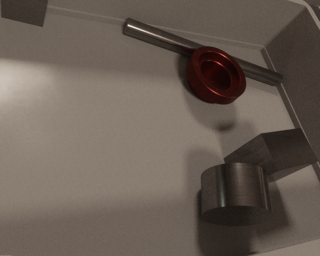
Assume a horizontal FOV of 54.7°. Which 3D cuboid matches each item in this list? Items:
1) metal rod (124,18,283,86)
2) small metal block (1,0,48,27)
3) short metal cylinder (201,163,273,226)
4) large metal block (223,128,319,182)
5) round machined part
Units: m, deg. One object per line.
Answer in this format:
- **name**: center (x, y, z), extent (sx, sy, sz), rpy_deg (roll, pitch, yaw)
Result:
- **metal rod**: center (0.085, -0.124, 0.528), extent (0.302, 0.025, 0.025), rpy_deg (14, 56, -21)
- **small metal block**: center (-0.171, -0.159, 0.392), extent (0.050, 0.050, 0.025), rpy_deg (7, 70, -25)
- **short metal cylinder**: center (0.090, 0.082, 0.371), extent (0.081, 0.080, 0.050), rpy_deg (16, 55, -20)
- **large metal block**: center (0.150, 0.044, 0.427), extent (0.081, 0.080, 0.050), rpy_deg (-6, 65, -31)
- **round machined part**: center (0.083, -0.078, 0.489), extent (0.099, 0.042, 0.098), rpy_deg (14, 56, -21)
